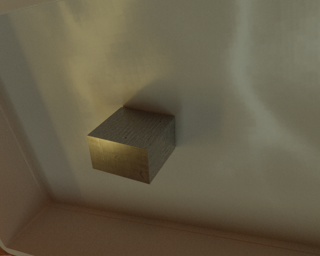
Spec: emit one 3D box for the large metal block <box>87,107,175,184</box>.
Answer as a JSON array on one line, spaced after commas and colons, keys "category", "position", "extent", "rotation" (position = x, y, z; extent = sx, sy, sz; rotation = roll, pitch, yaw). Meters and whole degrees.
[{"category": "large metal block", "position": [-0.033, 0.019, 0.397], "extent": [0.080, 0.080, 0.050], "rotation": [12, 123, 21]}]
